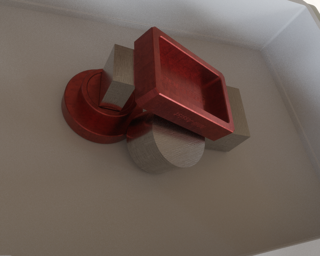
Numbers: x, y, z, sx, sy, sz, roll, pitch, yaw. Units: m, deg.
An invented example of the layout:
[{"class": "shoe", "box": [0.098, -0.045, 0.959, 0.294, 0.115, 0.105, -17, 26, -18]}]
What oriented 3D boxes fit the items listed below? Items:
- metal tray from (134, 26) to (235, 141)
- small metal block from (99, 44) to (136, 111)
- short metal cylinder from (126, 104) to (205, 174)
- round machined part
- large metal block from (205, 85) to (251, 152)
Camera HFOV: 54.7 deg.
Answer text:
[{"class": "metal tray", "box": [0.030, -0.047, 0.356, 0.131, 0.030, 0.090, 23, 51, -39]}, {"class": "small metal block", "box": [-0.047, -0.055, 0.343, 0.025, 0.050, 0.050, 12, 57, -22]}, {"class": "short metal cylinder", "box": [0.008, 0.012, 0.371, 0.081, 0.050, 0.080, 15, 66, -36]}, {"class": "round machined part", "box": [-0.066, -0.033, 0.378, 0.099, 0.042, 0.098, 14, 56, -21]}, {"class": "large metal block", "box": [0.072, -0.017, 0.437, 0.081, 0.050, 0.080, 9, 58, -24]}]
